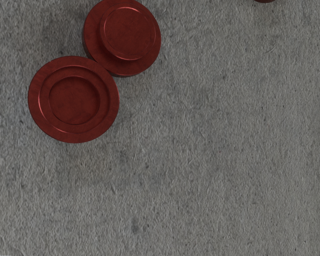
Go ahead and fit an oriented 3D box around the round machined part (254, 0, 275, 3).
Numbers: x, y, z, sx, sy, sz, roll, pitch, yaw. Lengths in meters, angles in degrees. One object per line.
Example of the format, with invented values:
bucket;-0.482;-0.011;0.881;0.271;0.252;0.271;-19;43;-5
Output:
round machined part;0.164;-0.242;0.460;0.099;0.042;0.097;0;90;-20

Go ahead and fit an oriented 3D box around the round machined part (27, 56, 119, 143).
round machined part;-0.100;-0.032;0.363;0.099;0.042;0.097;0;90;-20

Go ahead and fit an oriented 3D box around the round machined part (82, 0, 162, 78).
round machined part;-0.044;-0.114;0.383;0.099;0.042;0.097;0;90;-20
